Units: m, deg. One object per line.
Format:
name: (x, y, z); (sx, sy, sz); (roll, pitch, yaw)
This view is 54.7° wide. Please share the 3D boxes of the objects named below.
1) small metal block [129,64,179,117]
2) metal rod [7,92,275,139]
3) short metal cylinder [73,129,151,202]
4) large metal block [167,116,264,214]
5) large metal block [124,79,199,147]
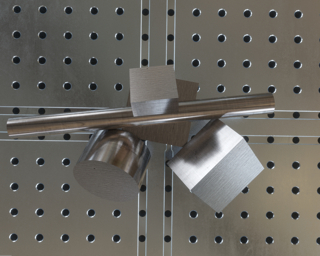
small metal block: (-0.007, -0.042, 0.348); (0.050, 0.025, 0.050); (-6, 55, 0)
metal rod: (-0.021, -0.014, 0.360); (0.302, 0.025, 0.025); (-6, 90, 0)
short metal cylinder: (-0.057, 0.046, 0.376); (0.080, 0.079, 0.050); (19, 47, 0)
large metal block: (0.069, 0.046, 0.376); (0.080, 0.050, 0.080); (-45, 134, 0)
large metal block: (0.000, -0.023, 0.397); (0.080, 0.050, 0.080); (11, 90, 0)
